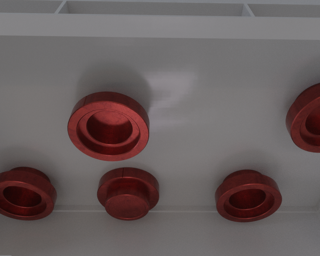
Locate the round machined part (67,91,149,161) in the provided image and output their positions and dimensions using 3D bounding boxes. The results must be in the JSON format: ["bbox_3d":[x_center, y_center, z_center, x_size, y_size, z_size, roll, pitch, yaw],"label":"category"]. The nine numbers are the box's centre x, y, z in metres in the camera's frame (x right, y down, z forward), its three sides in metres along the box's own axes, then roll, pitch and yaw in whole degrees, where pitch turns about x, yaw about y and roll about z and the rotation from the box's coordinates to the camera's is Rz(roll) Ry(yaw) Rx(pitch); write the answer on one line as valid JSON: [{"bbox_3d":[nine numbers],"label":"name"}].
[{"bbox_3d":[-0.062,-0.006,0.392,0.099,0.042,0.097,0,130,0],"label":"round machined part"}]

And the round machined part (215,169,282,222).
[{"bbox_3d":[0.135,0.103,0.487,0.099,0.042,0.097,0,130,0],"label":"round machined part"}]

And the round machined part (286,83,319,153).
[{"bbox_3d":[0.206,-0.018,0.384,0.099,0.042,0.097,0,130,0],"label":"round machined part"}]

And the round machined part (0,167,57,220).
[{"bbox_3d":[-0.209,0.098,0.479,0.099,0.042,0.097,0,130,0],"label":"round machined part"}]

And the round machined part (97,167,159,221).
[{"bbox_3d":[-0.051,0.110,0.491,0.099,0.042,0.097,0,130,0],"label":"round machined part"}]
